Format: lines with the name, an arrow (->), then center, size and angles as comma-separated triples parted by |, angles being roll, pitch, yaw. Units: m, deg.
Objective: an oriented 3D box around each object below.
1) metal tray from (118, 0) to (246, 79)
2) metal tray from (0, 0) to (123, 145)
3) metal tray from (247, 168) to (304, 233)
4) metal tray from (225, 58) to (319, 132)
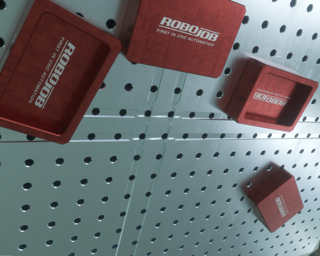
metal tray -> 0.026, -0.112, 0.352 | 0.131, 0.030, 0.089 | 5, 116, -31
metal tray -> -0.109, -0.053, 0.314 | 0.090, 0.030, 0.129 | 23, 106, -36
metal tray -> 0.237, 0.149, 0.628 | 0.090, 0.030, 0.130 | -37, 129, -3
metal tray -> 0.172, -0.045, 0.472 | 0.131, 0.030, 0.089 | 8, 114, -32
